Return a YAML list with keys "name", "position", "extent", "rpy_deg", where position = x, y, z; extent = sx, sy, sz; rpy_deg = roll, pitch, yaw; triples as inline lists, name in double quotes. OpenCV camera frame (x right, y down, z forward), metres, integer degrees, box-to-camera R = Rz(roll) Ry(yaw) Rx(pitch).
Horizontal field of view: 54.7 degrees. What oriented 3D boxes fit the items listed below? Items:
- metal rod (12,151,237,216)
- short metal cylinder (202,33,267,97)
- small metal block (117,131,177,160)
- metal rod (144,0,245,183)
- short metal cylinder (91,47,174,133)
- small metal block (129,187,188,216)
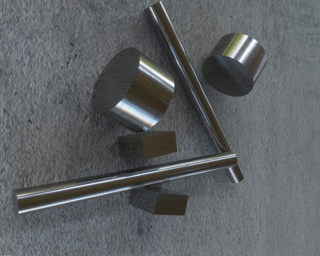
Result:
- name: "metal rod"
  position: [-0.014, 0.059, 0.380]
  extent: [0.303, 0.025, 0.025]
  rpy_deg: [-5, 94, -36]
- name: "short metal cylinder"
  position: [0.110, -0.093, 0.461]
  extent: [0.080, 0.080, 0.050]
  rpy_deg: [50, 61, -29]
- name: "small metal block"
  position: [-0.016, 0.020, 0.375]
  extent: [0.050, 0.050, 0.025]
  rpy_deg: [-11, 97, -40]
- name: "metal rod"
  position: [0.059, -0.037, 0.453]
  extent: [0.025, 0.025, 0.299]
  rpy_deg: [-44, 117, -31]
- name: "short metal cylinder"
  position: [-0.031, -0.041, 0.343]
  extent: [0.050, 0.080, 0.080]
  rpy_deg: [30, 71, -36]
- name: "small metal block"
  position: [-0.002, 0.090, 0.387]
  extent: [0.050, 0.050, 0.025]
  rpy_deg: [15, 83, -39]
